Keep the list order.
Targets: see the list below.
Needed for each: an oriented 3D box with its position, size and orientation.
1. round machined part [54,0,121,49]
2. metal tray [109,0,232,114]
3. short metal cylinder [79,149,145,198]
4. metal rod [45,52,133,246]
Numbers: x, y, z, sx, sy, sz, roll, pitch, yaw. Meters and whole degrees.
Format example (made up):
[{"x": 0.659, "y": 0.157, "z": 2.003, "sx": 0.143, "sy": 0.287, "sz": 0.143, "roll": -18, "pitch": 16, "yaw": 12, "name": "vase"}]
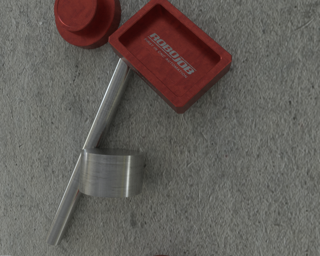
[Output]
[{"x": -0.108, "y": -0.165, "z": 0.437, "sx": 0.098, "sy": 0.042, "sz": 0.097, "roll": 0, "pitch": 90, "yaw": 19, "name": "round machined part"}, {"x": 0.012, "y": -0.093, "z": 0.386, "sx": 0.090, "sy": 0.030, "sz": 0.130, "roll": -43, "pitch": 76, "yaw": -5, "name": "metal tray"}, {"x": -0.062, "y": 0.055, "z": 0.400, "sx": 0.080, "sy": 0.080, "sz": 0.050, "roll": 4, "pitch": 92, "yaw": 19, "name": "short metal cylinder"}, {"x": -0.100, "y": 0.033, "z": 0.442, "sx": 0.025, "sy": 0.025, "sz": 0.298, "roll": 27, "pitch": 98, "yaw": 17, "name": "metal rod"}]
